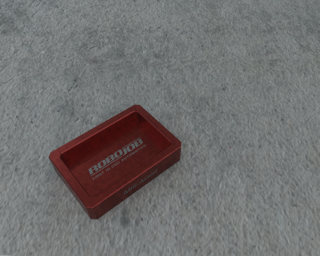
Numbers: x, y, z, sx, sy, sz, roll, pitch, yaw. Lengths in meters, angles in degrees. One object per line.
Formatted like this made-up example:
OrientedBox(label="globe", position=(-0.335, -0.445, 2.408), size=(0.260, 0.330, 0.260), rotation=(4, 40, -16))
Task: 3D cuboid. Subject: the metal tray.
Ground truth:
OrientedBox(label="metal tray", position=(-0.051, 0.034, 0.370), size=(0.131, 0.030, 0.090), rotation=(-33, 58, -25))
